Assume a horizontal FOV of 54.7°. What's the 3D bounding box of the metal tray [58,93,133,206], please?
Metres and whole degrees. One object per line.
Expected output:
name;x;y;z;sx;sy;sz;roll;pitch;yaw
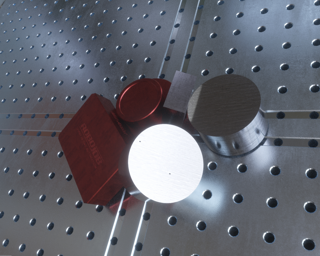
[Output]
metal tray;-0.082;0.025;0.413;0.090;0.030;0.130;-48;50;14

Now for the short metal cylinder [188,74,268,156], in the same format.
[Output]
short metal cylinder;0.078;-0.015;0.355;0.080;0.050;0.080;-13;56;21

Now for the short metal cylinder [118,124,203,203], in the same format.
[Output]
short metal cylinder;-0.001;0.040;0.336;0.080;0.080;0.050;-67;12;-19

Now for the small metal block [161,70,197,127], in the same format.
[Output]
small metal block;0.022;-0.032;0.372;0.025;0.050;0.050;18;67;5

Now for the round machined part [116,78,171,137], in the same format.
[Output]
round machined part;-0.020;-0.029;0.420;0.098;0.042;0.098;-13;56;21
